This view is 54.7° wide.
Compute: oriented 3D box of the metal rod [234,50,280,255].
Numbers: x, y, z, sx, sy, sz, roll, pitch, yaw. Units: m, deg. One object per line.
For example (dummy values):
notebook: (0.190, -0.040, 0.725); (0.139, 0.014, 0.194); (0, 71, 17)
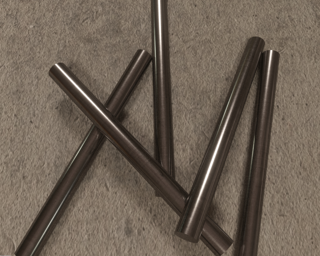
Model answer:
metal rod: (0.127, 0.031, 0.398); (0.025, 0.025, 0.299); (12, 70, 4)

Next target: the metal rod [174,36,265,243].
metal rod: (0.084, -0.008, 0.382); (0.025, 0.025, 0.300); (22, 60, 7)

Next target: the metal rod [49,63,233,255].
metal rod: (-0.032, 0.027, 0.370); (0.025, 0.025, 0.300); (-41, 76, -14)

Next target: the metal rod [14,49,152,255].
metal rod: (-0.088, 0.021, 0.399); (0.025, 0.025, 0.300); (25, 72, 8)

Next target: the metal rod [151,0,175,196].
metal rod: (0.003, -0.058, 0.429); (0.025, 0.025, 0.299); (-1, 70, -1)
